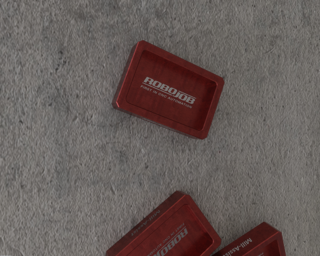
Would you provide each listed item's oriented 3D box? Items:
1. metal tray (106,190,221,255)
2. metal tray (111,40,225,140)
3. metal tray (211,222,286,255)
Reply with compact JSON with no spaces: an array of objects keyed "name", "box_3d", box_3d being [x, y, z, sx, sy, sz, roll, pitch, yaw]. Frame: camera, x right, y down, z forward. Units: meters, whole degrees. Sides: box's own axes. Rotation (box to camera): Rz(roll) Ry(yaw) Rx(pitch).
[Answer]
[{"name":"metal tray","box_3d":[0.007,0.158,0.409,0.131,0.030,0.090,-38,102,-16]},{"name":"metal tray","box_3d":[0.013,-0.047,0.410,0.131,0.030,0.090,21,83,-19]},{"name":"metal tray","box_3d":[0.120,0.204,0.440,0.131,0.030,0.090,-25,112,-18]}]
